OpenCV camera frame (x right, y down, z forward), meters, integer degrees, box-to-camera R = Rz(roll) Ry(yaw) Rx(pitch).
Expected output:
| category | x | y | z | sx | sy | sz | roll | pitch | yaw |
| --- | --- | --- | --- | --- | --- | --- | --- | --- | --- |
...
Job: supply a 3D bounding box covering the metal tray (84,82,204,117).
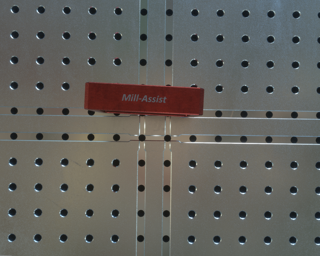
| category | x | y | z | sx | sy | sz | roll | pitch | yaw |
| --- | --- | --- | --- | --- | --- | --- | --- | --- | --- |
| metal tray | -0.017 | -0.032 | 0.380 | 0.131 | 0.090 | 0.030 | 3 | 90 | -1 |
